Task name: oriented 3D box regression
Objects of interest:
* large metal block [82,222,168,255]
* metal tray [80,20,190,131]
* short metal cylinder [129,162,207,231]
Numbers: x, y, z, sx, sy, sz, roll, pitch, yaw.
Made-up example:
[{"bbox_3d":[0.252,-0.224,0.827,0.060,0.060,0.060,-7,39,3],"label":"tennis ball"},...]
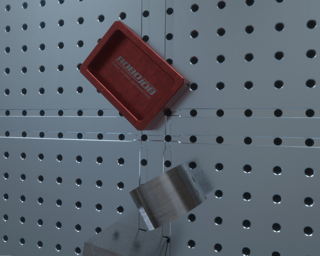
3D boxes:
[{"bbox_3d":[-0.044,0.168,0.398,0.080,0.080,0.050,11,94,19],"label":"large metal block"},{"bbox_3d":[-0.036,-0.070,0.421,0.130,0.030,0.090,45,103,14],"label":"metal tray"},{"bbox_3d":[0.010,0.082,0.379,0.080,0.080,0.050,-31,80,17],"label":"short metal cylinder"}]
